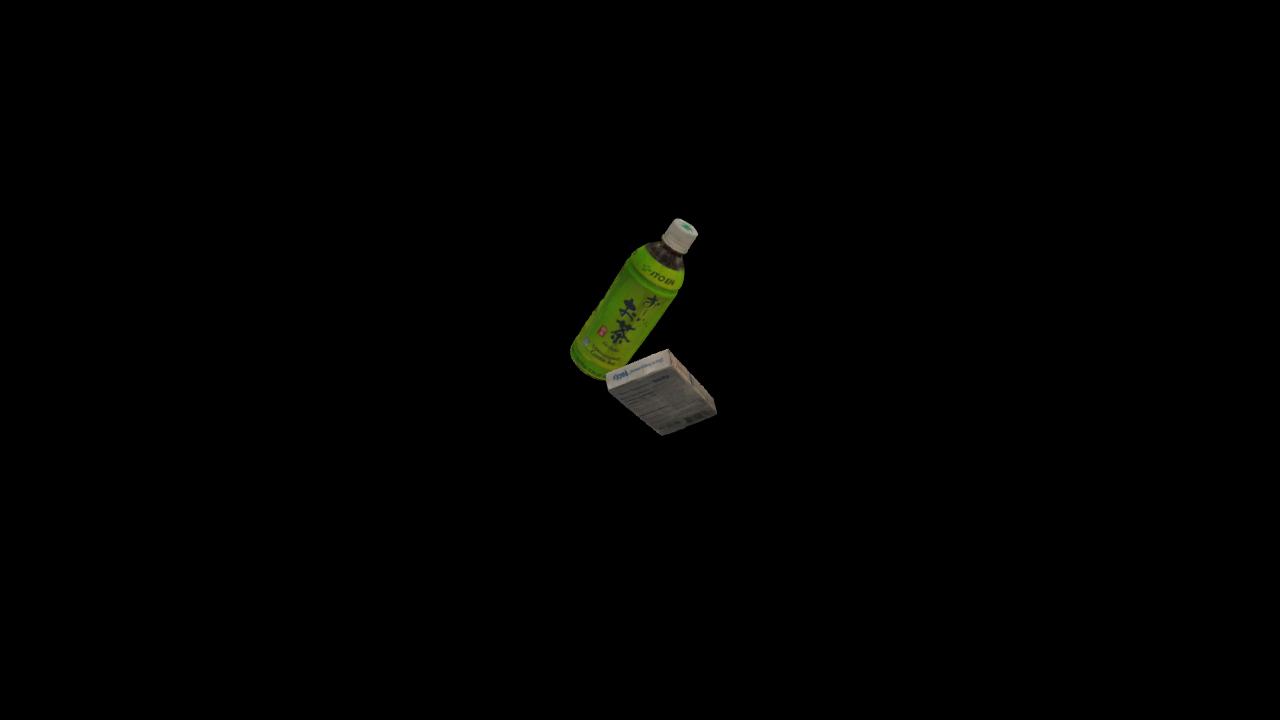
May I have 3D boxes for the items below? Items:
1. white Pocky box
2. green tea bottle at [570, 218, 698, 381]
[{"bbox_3d":[0.030,0.044,0.747,0.084,0.028,0.154,-23,-34,17],"label":"white Pocky box"},{"bbox_3d":[-0.004,-0.069,0.709,0.073,0.212,0.073,27,30,-17],"label":"green tea bottle"}]
